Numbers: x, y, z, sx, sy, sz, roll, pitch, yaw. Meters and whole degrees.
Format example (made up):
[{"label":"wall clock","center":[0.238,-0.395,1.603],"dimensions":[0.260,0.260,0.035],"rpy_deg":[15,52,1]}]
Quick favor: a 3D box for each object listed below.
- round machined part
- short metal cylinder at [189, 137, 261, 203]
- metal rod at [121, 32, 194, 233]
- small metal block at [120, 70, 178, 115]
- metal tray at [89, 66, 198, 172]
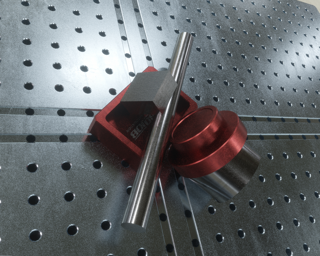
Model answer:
[{"label":"round machined part","center":[0.049,0.010,0.370],"dimensions":[0.042,0.098,0.098],"rpy_deg":[52,48,-20]},{"label":"short metal cylinder","center":[0.078,0.046,0.387],"dimensions":[0.050,0.080,0.080],"rpy_deg":[40,51,-2]},{"label":"metal rod","center":[0.007,-0.020,0.387],"dimensions":[0.025,0.025,0.300],"rpy_deg":[25,53,-13]},{"label":"small metal block","center":[-0.013,-0.044,0.385],"dimensions":[0.025,0.050,0.050],"rpy_deg":[54,51,-41]},{"label":"metal tray","center":[-0.017,-0.015,0.406],"dimensions":[0.090,0.030,0.131],"rpy_deg":[40,51,-1]}]
